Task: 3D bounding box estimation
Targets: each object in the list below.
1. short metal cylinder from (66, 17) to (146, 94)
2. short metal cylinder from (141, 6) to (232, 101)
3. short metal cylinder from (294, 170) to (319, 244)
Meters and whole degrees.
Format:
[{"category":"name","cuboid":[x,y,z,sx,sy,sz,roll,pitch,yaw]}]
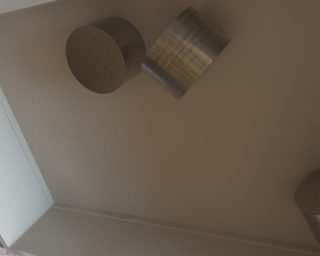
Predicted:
[{"category":"short metal cylinder","cuboid":[-0.064,-0.088,0.372,0.080,0.050,0.079,13,124,21]},{"category":"short metal cylinder","cuboid":[0.026,-0.073,0.314,0.050,0.080,0.080,41,129,0]},{"category":"short metal cylinder","cuboid":[0.191,0.082,0.323,0.080,0.080,0.050,-23,106,36]}]
